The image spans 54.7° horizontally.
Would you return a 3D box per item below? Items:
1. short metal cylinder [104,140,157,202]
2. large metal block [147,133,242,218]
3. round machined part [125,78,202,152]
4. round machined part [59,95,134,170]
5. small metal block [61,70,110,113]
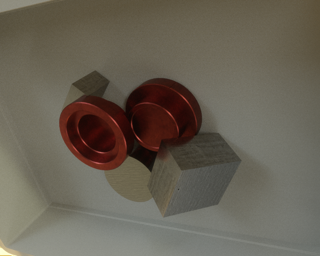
[{"bbox_3d":[-0.031,0.058,0.441,0.080,0.050,0.079,13,124,20],"label":"short metal cylinder"},{"bbox_3d":[0.039,0.056,0.375,0.050,0.081,0.079,57,142,42],"label":"large metal block"},{"bbox_3d":[-0.001,-0.009,0.387,0.098,0.042,0.097,13,124,20],"label":"round machined part"},{"bbox_3d":[-0.076,0.003,0.398,0.098,0.042,0.097,13,124,20],"label":"round machined part"},{"bbox_3d":[-0.099,-0.043,0.414,0.025,0.050,0.050,38,129,2],"label":"small metal block"}]
